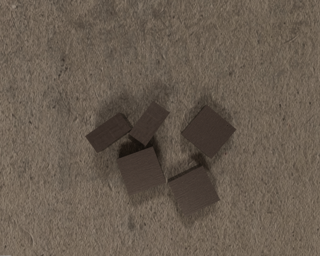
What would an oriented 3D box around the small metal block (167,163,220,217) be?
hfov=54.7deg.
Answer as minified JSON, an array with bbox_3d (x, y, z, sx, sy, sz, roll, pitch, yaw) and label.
[{"bbox_3d":[0.044,0.082,0.411,0.050,0.025,0.050,-27,90,-1],"label":"small metal block"}]

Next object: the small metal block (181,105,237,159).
[{"bbox_3d":[0.063,0.005,0.411,0.050,0.025,0.050,40,90,-1],"label":"small metal block"}]

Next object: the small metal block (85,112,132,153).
[{"bbox_3d":[-0.062,0.005,0.397,0.050,0.050,0.025,-35,90,0],"label":"small metal block"}]

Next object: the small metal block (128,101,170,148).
[{"bbox_3d":[-0.015,-0.002,0.393,0.025,0.050,0.050,36,79,0],"label":"small metal block"}]

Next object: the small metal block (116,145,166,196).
[{"bbox_3d":[-0.024,0.055,0.410,0.050,0.025,0.050,-20,91,0],"label":"small metal block"}]
